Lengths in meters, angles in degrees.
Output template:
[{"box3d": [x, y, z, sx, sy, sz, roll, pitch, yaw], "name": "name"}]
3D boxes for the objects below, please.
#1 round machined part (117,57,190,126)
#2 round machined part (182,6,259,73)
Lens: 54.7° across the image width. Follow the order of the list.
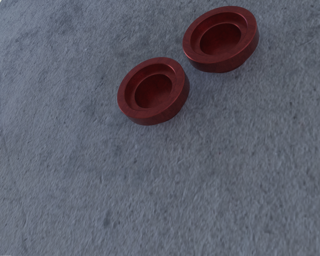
[{"box3d": [-0.005, -0.045, 0.422, 0.098, 0.042, 0.098, -13, 56, 20], "name": "round machined part"}, {"box3d": [0.083, -0.113, 0.418, 0.098, 0.042, 0.098, -13, 56, 20], "name": "round machined part"}]
